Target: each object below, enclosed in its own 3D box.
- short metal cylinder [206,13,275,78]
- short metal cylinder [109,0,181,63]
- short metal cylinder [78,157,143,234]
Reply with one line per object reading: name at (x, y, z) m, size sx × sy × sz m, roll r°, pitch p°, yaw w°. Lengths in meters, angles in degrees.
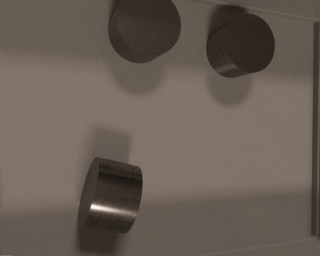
short metal cylinder at (0.114, -0.115, 0.441) m, size 0.081 × 0.050 × 0.079 m, roll 0°, pitch 90°, yaw -21°
short metal cylinder at (-0.021, -0.126, 0.390) m, size 0.081 × 0.050 × 0.079 m, roll 0°, pitch 90°, yaw -21°
short metal cylinder at (-0.059, 0.078, 0.360) m, size 0.050 × 0.080 × 0.080 m, roll 16°, pitch 85°, yaw -20°
